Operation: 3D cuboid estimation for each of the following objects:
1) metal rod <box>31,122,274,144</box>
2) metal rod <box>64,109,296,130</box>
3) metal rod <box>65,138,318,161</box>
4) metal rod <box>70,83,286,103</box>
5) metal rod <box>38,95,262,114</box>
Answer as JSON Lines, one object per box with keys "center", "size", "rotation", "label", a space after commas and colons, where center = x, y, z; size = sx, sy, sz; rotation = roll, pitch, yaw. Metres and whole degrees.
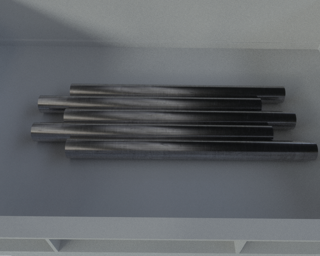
{"center": [-0.009, 0.007, 0.397], "size": [0.302, 0.025, 0.025], "rotation": [1, 50, 0], "label": "metal rod"}
{"center": [0.026, -0.012, 0.414], "size": [0.302, 0.025, 0.025], "rotation": [1, 50, 0], "label": "metal rod"}
{"center": [0.038, 0.027, 0.381], "size": [0.302, 0.025, 0.025], "rotation": [1, 50, 0], "label": "metal rod"}
{"center": [0.025, -0.050, 0.445], "size": [0.302, 0.025, 0.025], "rotation": [1, 50, 0], "label": "metal rod"}
{"center": [-0.013, -0.031, 0.429], "size": [0.302, 0.025, 0.025], "rotation": [1, 50, 0], "label": "metal rod"}
